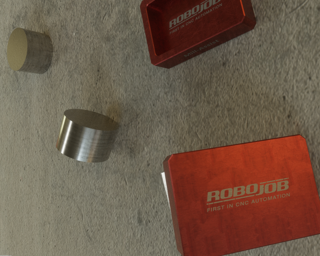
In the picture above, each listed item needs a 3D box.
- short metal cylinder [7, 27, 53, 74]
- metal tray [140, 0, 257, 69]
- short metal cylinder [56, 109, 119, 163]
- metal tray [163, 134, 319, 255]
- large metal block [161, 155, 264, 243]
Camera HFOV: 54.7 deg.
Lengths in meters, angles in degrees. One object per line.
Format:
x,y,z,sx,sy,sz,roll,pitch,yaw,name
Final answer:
-0.251,-0.147,0.596,0.080,0.050,0.079,0,90,40,short metal cylinder
0.039,-0.136,0.369,0.130,0.030,0.090,-18,79,38,metal tray
-0.107,0.010,0.457,0.080,0.081,0.050,31,109,36,short metal cylinder
0.075,0.060,0.282,0.030,0.131,0.090,133,129,-77,metal tray
0.056,0.078,0.342,0.080,0.050,0.080,-22,76,38,large metal block
